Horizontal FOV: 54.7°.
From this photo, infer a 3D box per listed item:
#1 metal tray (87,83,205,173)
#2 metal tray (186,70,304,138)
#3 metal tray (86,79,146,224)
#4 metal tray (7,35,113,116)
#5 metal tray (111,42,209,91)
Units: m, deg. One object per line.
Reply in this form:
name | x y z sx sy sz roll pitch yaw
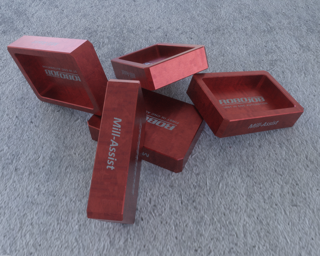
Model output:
metal tray | -0.015 -0.005 0.405 0.130 0.030 0.090 20 53 15
metal tray | 0.112 -0.036 0.412 0.131 0.030 0.090 -7 49 -26
metal tray | -0.038 0.028 0.313 0.030 0.090 0.130 4 71 4
metal tray | -0.127 -0.069 0.399 0.130 0.090 0.030 14 50 32
metal tray | -0.005 -0.092 0.440 0.091 0.030 0.130 -25 26 -20
